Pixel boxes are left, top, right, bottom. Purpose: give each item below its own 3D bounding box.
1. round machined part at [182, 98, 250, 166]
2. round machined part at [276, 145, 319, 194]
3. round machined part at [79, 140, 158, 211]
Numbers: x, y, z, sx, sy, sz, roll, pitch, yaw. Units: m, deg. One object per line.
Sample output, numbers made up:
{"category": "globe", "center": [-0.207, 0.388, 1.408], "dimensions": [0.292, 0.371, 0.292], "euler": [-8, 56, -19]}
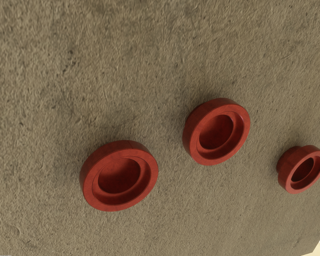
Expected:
{"category": "round machined part", "center": [0.074, 0.002, 0.437], "dimensions": [0.099, 0.042, 0.097], "euler": [-14, 124, -21]}
{"category": "round machined part", "center": [0.260, 0.073, 0.582], "dimensions": [0.099, 0.042, 0.097], "euler": [-14, 124, -21]}
{"category": "round machined part", "center": [-0.055, 0.057, 0.401], "dimensions": [0.099, 0.042, 0.097], "euler": [-14, 124, -21]}
